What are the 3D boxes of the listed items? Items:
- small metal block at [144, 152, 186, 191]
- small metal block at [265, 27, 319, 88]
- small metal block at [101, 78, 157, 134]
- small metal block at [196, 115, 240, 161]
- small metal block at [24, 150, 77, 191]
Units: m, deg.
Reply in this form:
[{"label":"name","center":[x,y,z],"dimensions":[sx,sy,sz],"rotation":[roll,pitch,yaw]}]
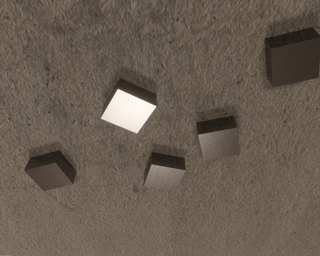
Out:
[{"label":"small metal block","center":[0.006,0.066,0.464],"dimensions":[0.050,0.025,0.050],"rotation":[11,129,-10]},{"label":"small metal block","center":[0.147,-0.077,0.344],"dimensions":[0.050,0.025,0.050],"rotation":[-12,129,9]},{"label":"small metal block","center":[-0.039,-0.027,0.384],"dimensions":[0.050,0.025,0.050],"rotation":[23,126,-19]},{"label":"small metal block","center":[0.080,0.014,0.421],"dimensions":[0.050,0.025,0.050],"rotation":[-11,130,8]},{"label":"small metal block","center":[-0.161,0.064,0.459],"dimensions":[0.050,0.025,0.050],"rotation":[-15,129,12]}]
